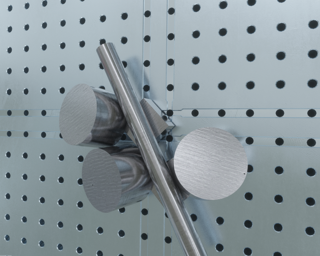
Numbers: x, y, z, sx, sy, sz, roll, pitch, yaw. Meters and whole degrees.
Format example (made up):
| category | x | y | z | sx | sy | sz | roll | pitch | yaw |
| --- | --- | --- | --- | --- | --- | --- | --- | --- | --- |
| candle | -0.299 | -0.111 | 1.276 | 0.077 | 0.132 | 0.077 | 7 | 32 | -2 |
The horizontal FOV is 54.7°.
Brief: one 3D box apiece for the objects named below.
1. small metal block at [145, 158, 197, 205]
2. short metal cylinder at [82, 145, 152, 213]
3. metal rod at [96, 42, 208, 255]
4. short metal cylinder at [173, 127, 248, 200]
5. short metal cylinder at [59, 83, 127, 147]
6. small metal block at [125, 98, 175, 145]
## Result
| category | x | y | z | sx | sy | sz | roll | pitch | yaw |
| --- | --- | --- | --- | --- | --- | --- | --- | --- | --- |
| small metal block | 0.017 | 0.073 | 0.402 | 0.050 | 0.025 | 0.050 | -42 | 77 | 15 |
| short metal cylinder | -0.057 | 0.063 | 0.401 | 0.080 | 0.050 | 0.079 | 5 | 97 | 42 |
| metal rod | -0.012 | 0.029 | 0.385 | 0.025 | 0.025 | 0.299 | -27 | 81 | 18 |
| short metal cylinder | 0.056 | 0.044 | 0.362 | 0.081 | 0.050 | 0.080 | 0 | 75 | 1 |
| short metal cylinder | -0.089 | -0.014 | 0.412 | 0.080 | 0.050 | 0.080 | -9 | 76 | 39 |
| small metal block | -0.018 | -0.004 | 0.415 | 0.050 | 0.025 | 0.050 | -45 | 76 | 14 |
